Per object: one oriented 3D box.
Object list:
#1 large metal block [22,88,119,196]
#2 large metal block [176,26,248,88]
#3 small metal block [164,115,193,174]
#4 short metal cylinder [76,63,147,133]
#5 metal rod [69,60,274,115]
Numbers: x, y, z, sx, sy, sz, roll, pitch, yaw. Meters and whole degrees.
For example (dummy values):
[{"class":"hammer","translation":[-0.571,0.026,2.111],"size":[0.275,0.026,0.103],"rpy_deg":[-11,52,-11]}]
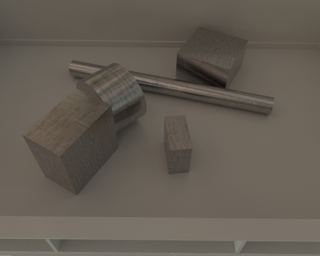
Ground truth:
[{"class":"large metal block","translation":[-0.096,0.016,0.355],"size":[0.050,0.080,0.080],"rpy_deg":[25,54,19]},{"class":"large metal block","translation":[0.079,-0.105,0.478],"size":[0.080,0.050,0.080],"rpy_deg":[23,53,17]},{"class":"small metal block","translation":[0.020,0.020,0.372],"size":[0.025,0.050,0.050],"rpy_deg":[-5,50,-4]},{"class":"short metal cylinder","translation":[-0.063,-0.036,0.399],"size":[0.050,0.080,0.080],"rpy_deg":[-36,59,-26]},{"class":"metal rod","translation":[0.010,-0.062,0.456],"size":[0.301,0.025,0.025],"rpy_deg":[12,51,9]}]
